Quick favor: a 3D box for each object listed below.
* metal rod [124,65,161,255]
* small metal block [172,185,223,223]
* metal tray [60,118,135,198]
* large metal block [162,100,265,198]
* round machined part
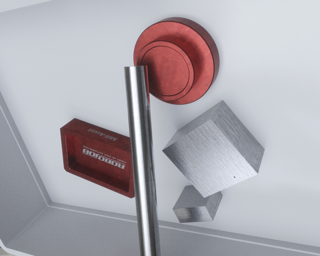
[{"bbox_3d":[-0.017,0.079,0.361,0.025,0.025,0.298,3,104,26],"label":"metal rod"},{"bbox_3d":[0.053,0.103,0.427,0.050,0.050,0.025,-15,111,34],"label":"small metal block"},{"bbox_3d":[-0.089,0.047,0.478,0.130,0.030,0.089,18,126,17],"label":"metal tray"},{"bbox_3d":[0.064,0.027,0.374,0.080,0.050,0.080,49,128,-7],"label":"large metal block"},{"bbox_3d":[0.013,-0.069,0.347,0.098,0.042,0.097,13,124,20],"label":"round machined part"}]
